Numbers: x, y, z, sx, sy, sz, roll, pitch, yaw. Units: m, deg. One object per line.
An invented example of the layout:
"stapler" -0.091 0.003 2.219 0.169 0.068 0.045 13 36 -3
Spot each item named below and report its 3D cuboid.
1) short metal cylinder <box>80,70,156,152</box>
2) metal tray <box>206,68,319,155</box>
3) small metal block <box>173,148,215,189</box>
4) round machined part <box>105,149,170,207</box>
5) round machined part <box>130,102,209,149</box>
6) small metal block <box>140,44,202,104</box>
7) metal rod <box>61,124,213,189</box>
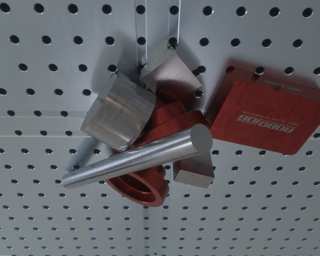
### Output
"short metal cylinder" -0.048 -0.019 0.356 0.050 0.080 0.080 32 123 -18
"metal tray" 0.134 -0.017 0.395 0.131 0.030 0.089 12 129 -11
"small metal block" 0.046 0.054 0.442 0.050 0.050 0.025 15 128 -13
"round machined part" -0.031 0.067 0.440 0.098 0.042 0.098 21 147 15
"round machined part" 0.007 0.003 0.381 0.098 0.042 0.098 -27 168 -6
"small metal block" 0.013 -0.060 0.360 0.050 0.025 0.050 -31 124 23
"metal rod" -0.054 0.046 0.368 0.025 0.025 0.299 33 148 -25
